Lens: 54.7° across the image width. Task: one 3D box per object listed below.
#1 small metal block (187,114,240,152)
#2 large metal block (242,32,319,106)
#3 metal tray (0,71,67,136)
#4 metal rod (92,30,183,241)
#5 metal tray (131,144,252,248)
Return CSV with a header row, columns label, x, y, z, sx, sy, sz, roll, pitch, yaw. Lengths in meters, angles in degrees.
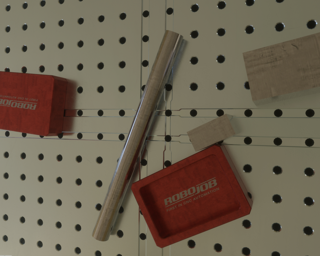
label,x,y,z,sx,sy,sz,roll,pitch,yaw
small metal block,0.066,0.006,0.376,0.050,0.050,0.025,-26,82,18
large metal block,0.138,-0.059,0.335,0.080,0.080,0.050,-12,86,19
metal tray,-0.213,-0.039,0.483,0.130,0.030,0.089,7,92,19
metal rod,-0.033,0.015,0.423,0.025,0.025,0.298,23,97,18
metal tray,0.038,0.086,0.395,0.130,0.030,0.090,-28,81,17
